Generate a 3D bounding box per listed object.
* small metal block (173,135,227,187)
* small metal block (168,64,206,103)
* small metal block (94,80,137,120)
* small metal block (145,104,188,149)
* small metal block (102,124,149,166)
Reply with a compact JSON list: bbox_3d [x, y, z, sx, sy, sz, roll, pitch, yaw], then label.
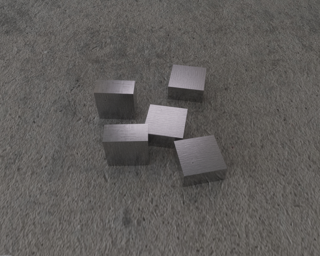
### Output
[{"bbox_3d":[0.046,0.039,0.371,0.050,0.025,0.050,-9,51,-8],"label":"small metal block"},{"bbox_3d":[0.040,-0.066,0.459,0.050,0.025,0.050,7,50,6],"label":"small metal block"},{"bbox_3d":[-0.058,-0.037,0.418,0.050,0.050,0.025,2,50,1],"label":"small metal block"},{"bbox_3d":[0.007,-0.002,0.404,0.050,0.025,0.050,8,50,6],"label":"small metal block"},{"bbox_3d":[-0.039,0.021,0.369,0.050,0.050,0.025,-1,50,-1],"label":"small metal block"}]
